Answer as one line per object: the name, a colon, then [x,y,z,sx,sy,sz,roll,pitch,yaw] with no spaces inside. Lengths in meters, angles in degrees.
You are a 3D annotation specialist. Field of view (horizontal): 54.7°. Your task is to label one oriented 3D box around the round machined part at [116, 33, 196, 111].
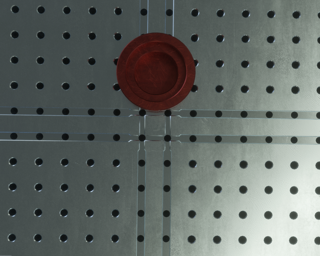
round machined part: [-0.005,-0.070,0.405,0.099,0.042,0.097,0,90,-1]
